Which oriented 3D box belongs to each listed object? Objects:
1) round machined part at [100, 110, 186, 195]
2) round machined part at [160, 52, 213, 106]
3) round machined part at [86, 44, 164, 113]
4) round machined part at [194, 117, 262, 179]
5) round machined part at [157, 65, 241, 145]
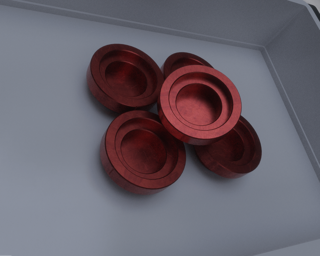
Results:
[{"bbox_3d":[-0.023,0.031,0.363,0.099,0.042,0.098,14,56,-21],"label":"round machined part"},{"bbox_3d":[0.041,-0.059,0.453,0.099,0.042,0.098,14,56,-21],"label":"round machined part"},{"bbox_3d":[-0.047,-0.058,0.404,0.099,0.042,0.098,14,56,-21],"label":"round machined part"},{"bbox_3d":[0.087,0.024,0.427,0.099,0.042,0.098,14,56,-21],"label":"round machined part"},{"bbox_3d":[0.045,-0.025,0.379,0.099,0.042,0.098,3,68,-8],"label":"round machined part"}]
